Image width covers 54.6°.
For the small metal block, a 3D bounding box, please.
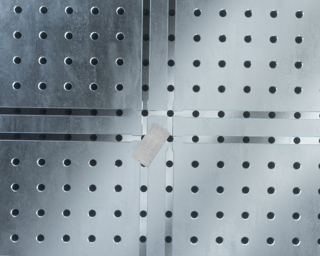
[{"bbox_3d":[-0.011,0.021,0.401,0.025,0.050,0.050,33,90,0],"label":"small metal block"}]
